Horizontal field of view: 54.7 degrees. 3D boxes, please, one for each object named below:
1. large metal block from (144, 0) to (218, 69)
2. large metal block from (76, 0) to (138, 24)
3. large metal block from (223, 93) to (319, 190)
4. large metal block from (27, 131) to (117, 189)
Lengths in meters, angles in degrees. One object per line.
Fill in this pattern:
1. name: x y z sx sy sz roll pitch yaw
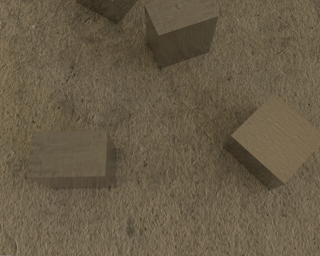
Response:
1. large metal block: 0.027 -0.135 0.428 0.080 0.080 0.050 -20 72 -7
2. large metal block: -0.078 -0.221 0.475 0.080 0.050 0.080 31 73 10
3. large metal block: 0.141 0.018 0.389 0.080 0.050 0.080 -42 76 -14
4. large metal block: -0.097 0.040 0.363 0.081 0.080 0.050 -1 70 0
